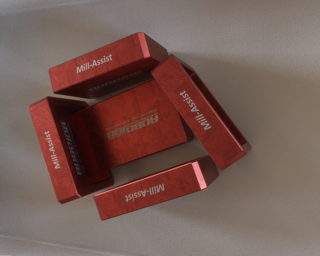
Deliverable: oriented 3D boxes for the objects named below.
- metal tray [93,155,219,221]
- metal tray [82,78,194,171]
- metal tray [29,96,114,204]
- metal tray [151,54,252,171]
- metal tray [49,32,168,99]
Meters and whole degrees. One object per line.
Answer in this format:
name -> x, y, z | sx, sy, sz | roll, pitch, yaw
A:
metal tray -> -0.001, 0.069, 0.373 | 0.130, 0.090, 0.030 | -21, 83, 18
metal tray -> -0.032, -0.004, 0.415 | 0.130, 0.030, 0.090 | -21, 83, 18
metal tray -> -0.114, 0.026, 0.412 | 0.030, 0.090, 0.129 | -22, 83, 18
metal tray -> 0.051, -0.018, 0.356 | 0.030, 0.090, 0.130 | -38, 78, 17
metal tray -> -0.060, -0.073, 0.394 | 0.130, 0.090, 0.030 | -17, 85, 19
